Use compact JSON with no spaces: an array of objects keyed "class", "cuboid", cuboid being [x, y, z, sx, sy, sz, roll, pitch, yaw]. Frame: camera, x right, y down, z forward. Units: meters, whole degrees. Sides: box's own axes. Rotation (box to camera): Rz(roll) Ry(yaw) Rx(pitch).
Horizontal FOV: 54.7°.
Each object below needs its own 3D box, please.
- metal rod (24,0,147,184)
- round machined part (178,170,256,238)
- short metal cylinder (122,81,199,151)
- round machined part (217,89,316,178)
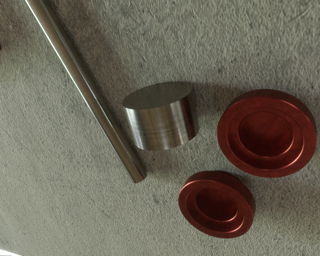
[{"class":"metal rod","cuboid":[-0.097,-0.050,0.424,0.025,0.025,0.299,-16,110,34]},{"class":"round machined part","cuboid":[0.078,0.096,0.414,0.098,0.042,0.097,13,124,20]},{"class":"short metal cylinder","cuboid":[0.002,-0.016,0.359,0.080,0.080,0.050,0,118,28]},{"class":"round machined part","cuboid":[0.115,0.002,0.336,0.098,0.042,0.097,13,124,20]}]
